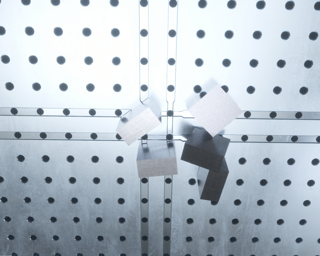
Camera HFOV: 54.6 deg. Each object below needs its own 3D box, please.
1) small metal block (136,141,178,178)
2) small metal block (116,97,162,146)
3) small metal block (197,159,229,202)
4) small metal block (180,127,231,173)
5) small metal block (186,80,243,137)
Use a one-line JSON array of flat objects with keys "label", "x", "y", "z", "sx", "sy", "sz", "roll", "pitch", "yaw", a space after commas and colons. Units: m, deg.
[{"label": "small metal block", "x": -0.003, "y": 0.041, "z": 0.415, "sx": 0.050, "sy": 0.050, "sz": 0.025, "roll": -5, "pitch": 110, "yaw": 2}, {"label": "small metal block", "x": -0.026, "y": -0.010, "z": 0.396, "sx": 0.050, "sy": 0.050, "sz": 0.025, "roll": -34, "pitch": 107, "yaw": 12}, {"label": "small metal block", "x": 0.070, "y": 0.063, "z": 0.420, "sx": 0.025, "sy": 0.050, "sz": 0.050, "roll": 10, "pitch": 117, "yaw": -4}, {"label": "small metal block", "x": 0.060, "y": 0.027, "z": 0.402, "sx": 0.050, "sy": 0.050, "sz": 0.025, "roll": 19, "pitch": 118, "yaw": 13}, {"label": "small metal block", "x": 0.070, "y": -0.025, "z": 0.405, "sx": 0.050, "sy": 0.025, "sz": 0.050, "roll": -42, "pitch": 105, "yaw": 13}]
